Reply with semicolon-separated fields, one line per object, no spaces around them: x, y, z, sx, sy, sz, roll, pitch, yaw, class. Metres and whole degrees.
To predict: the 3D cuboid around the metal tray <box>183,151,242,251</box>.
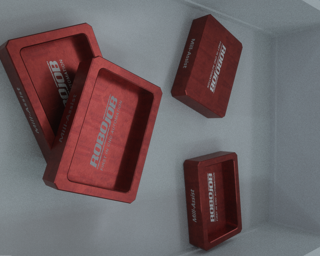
0.082;0.106;0.472;0.091;0.030;0.129;-8;95;-40;metal tray

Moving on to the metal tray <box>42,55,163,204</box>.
-0.053;0.004;0.318;0.090;0.030;0.130;23;76;-38;metal tray

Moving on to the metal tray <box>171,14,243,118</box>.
0.074;-0.090;0.465;0.090;0.030;0.130;27;73;-37;metal tray

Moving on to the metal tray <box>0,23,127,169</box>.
-0.094;-0.034;0.323;0.091;0.030;0.129;-29;108;-36;metal tray
